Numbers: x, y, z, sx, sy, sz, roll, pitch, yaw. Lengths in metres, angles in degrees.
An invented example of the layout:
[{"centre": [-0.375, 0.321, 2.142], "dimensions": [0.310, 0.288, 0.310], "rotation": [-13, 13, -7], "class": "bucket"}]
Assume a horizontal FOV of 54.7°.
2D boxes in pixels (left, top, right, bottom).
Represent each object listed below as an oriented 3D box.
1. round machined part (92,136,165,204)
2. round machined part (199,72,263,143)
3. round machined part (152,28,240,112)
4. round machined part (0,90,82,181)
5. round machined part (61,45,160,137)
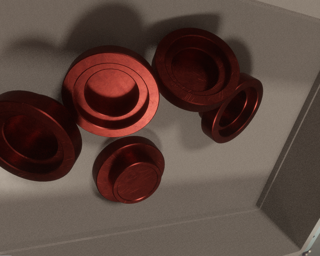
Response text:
[{"centre": [-0.037, 0.063, 0.418], "dimensions": [0.099, 0.042, 0.097], "rotation": [-14, 125, -21], "class": "round machined part"}, {"centre": [0.091, -0.031, 0.419], "dimensions": [0.099, 0.042, 0.097], "rotation": [-29, 139, -28], "class": "round machined part"}, {"centre": [0.038, -0.063, 0.358], "dimensions": [0.099, 0.098, 0.042], "rotation": [-17, 165, -19], "class": "round machined part"}, {"centre": [-0.126, 0.005, 0.313], "dimensions": [0.099, 0.042, 0.097], "rotation": [5, 125, 7], "class": "round machined part"}, {"centre": [-0.051, -0.041, 0.332], "dimensions": [0.099, 0.042, 0.097], "rotation": [-3, 123, -4], "class": "round machined part"}]
